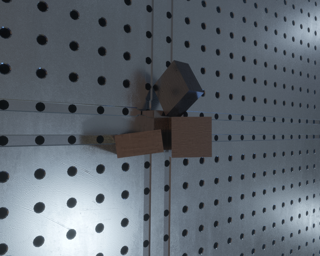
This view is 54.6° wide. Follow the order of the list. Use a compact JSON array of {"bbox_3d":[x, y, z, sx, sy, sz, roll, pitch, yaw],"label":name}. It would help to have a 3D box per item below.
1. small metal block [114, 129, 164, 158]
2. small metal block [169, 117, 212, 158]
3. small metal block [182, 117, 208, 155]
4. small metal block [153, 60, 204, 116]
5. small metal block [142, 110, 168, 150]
[{"bbox_3d":[-0.024,0.017,0.358,0.050,0.050,0.025,-7,89,-5],"label":"small metal block"},{"bbox_3d":[0.038,0.011,0.392,0.050,0.025,0.050,0,90,-7],"label":"small metal block"},{"bbox_3d":[0.050,0.012,0.436,0.050,0.025,0.050,7,85,-71],"label":"small metal block"},{"bbox_3d":[0.022,-0.049,0.397,0.025,0.050,0.050,4,52,-39],"label":"small metal block"},{"bbox_3d":[0.004,0.003,0.411,0.050,0.025,0.050,3,88,-40],"label":"small metal block"}]
